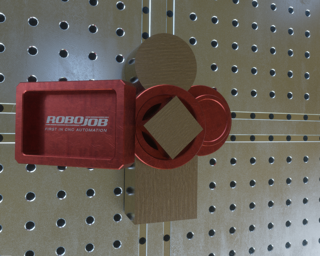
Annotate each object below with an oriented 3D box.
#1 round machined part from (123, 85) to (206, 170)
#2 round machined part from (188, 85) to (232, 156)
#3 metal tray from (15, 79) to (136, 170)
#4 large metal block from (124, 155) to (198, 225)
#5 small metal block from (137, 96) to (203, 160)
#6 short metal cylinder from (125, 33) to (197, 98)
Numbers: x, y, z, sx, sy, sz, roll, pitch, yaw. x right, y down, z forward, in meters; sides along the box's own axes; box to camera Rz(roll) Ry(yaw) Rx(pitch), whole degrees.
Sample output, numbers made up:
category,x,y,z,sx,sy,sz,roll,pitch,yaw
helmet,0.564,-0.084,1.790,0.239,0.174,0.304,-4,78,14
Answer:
category,x,y,z,sx,sy,sz,roll,pitch,yaw
round machined part,0.002,-0.001,0.373,0.099,0.042,0.097,0,90,-20
round machined part,0.056,-0.010,0.423,0.099,0.042,0.097,0,90,-20
metal tray,-0.093,-0.005,0.337,0.130,0.030,0.089,1,90,17
large metal block,0.000,0.073,0.396,0.081,0.050,0.080,1,90,-20
small metal block,0.012,-0.001,0.351,0.050,0.025,0.050,-43,104,-15
short metal cylinder,0.000,-0.075,0.399,0.081,0.050,0.080,0,90,-20
